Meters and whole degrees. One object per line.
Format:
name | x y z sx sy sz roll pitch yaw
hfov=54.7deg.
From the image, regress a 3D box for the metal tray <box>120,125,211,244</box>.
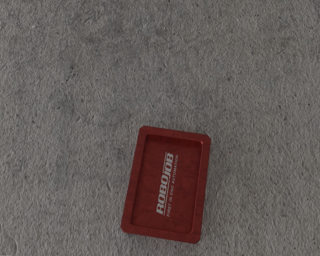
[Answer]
metal tray | 0.009 0.067 0.380 0.091 0.030 0.130 9 70 3
